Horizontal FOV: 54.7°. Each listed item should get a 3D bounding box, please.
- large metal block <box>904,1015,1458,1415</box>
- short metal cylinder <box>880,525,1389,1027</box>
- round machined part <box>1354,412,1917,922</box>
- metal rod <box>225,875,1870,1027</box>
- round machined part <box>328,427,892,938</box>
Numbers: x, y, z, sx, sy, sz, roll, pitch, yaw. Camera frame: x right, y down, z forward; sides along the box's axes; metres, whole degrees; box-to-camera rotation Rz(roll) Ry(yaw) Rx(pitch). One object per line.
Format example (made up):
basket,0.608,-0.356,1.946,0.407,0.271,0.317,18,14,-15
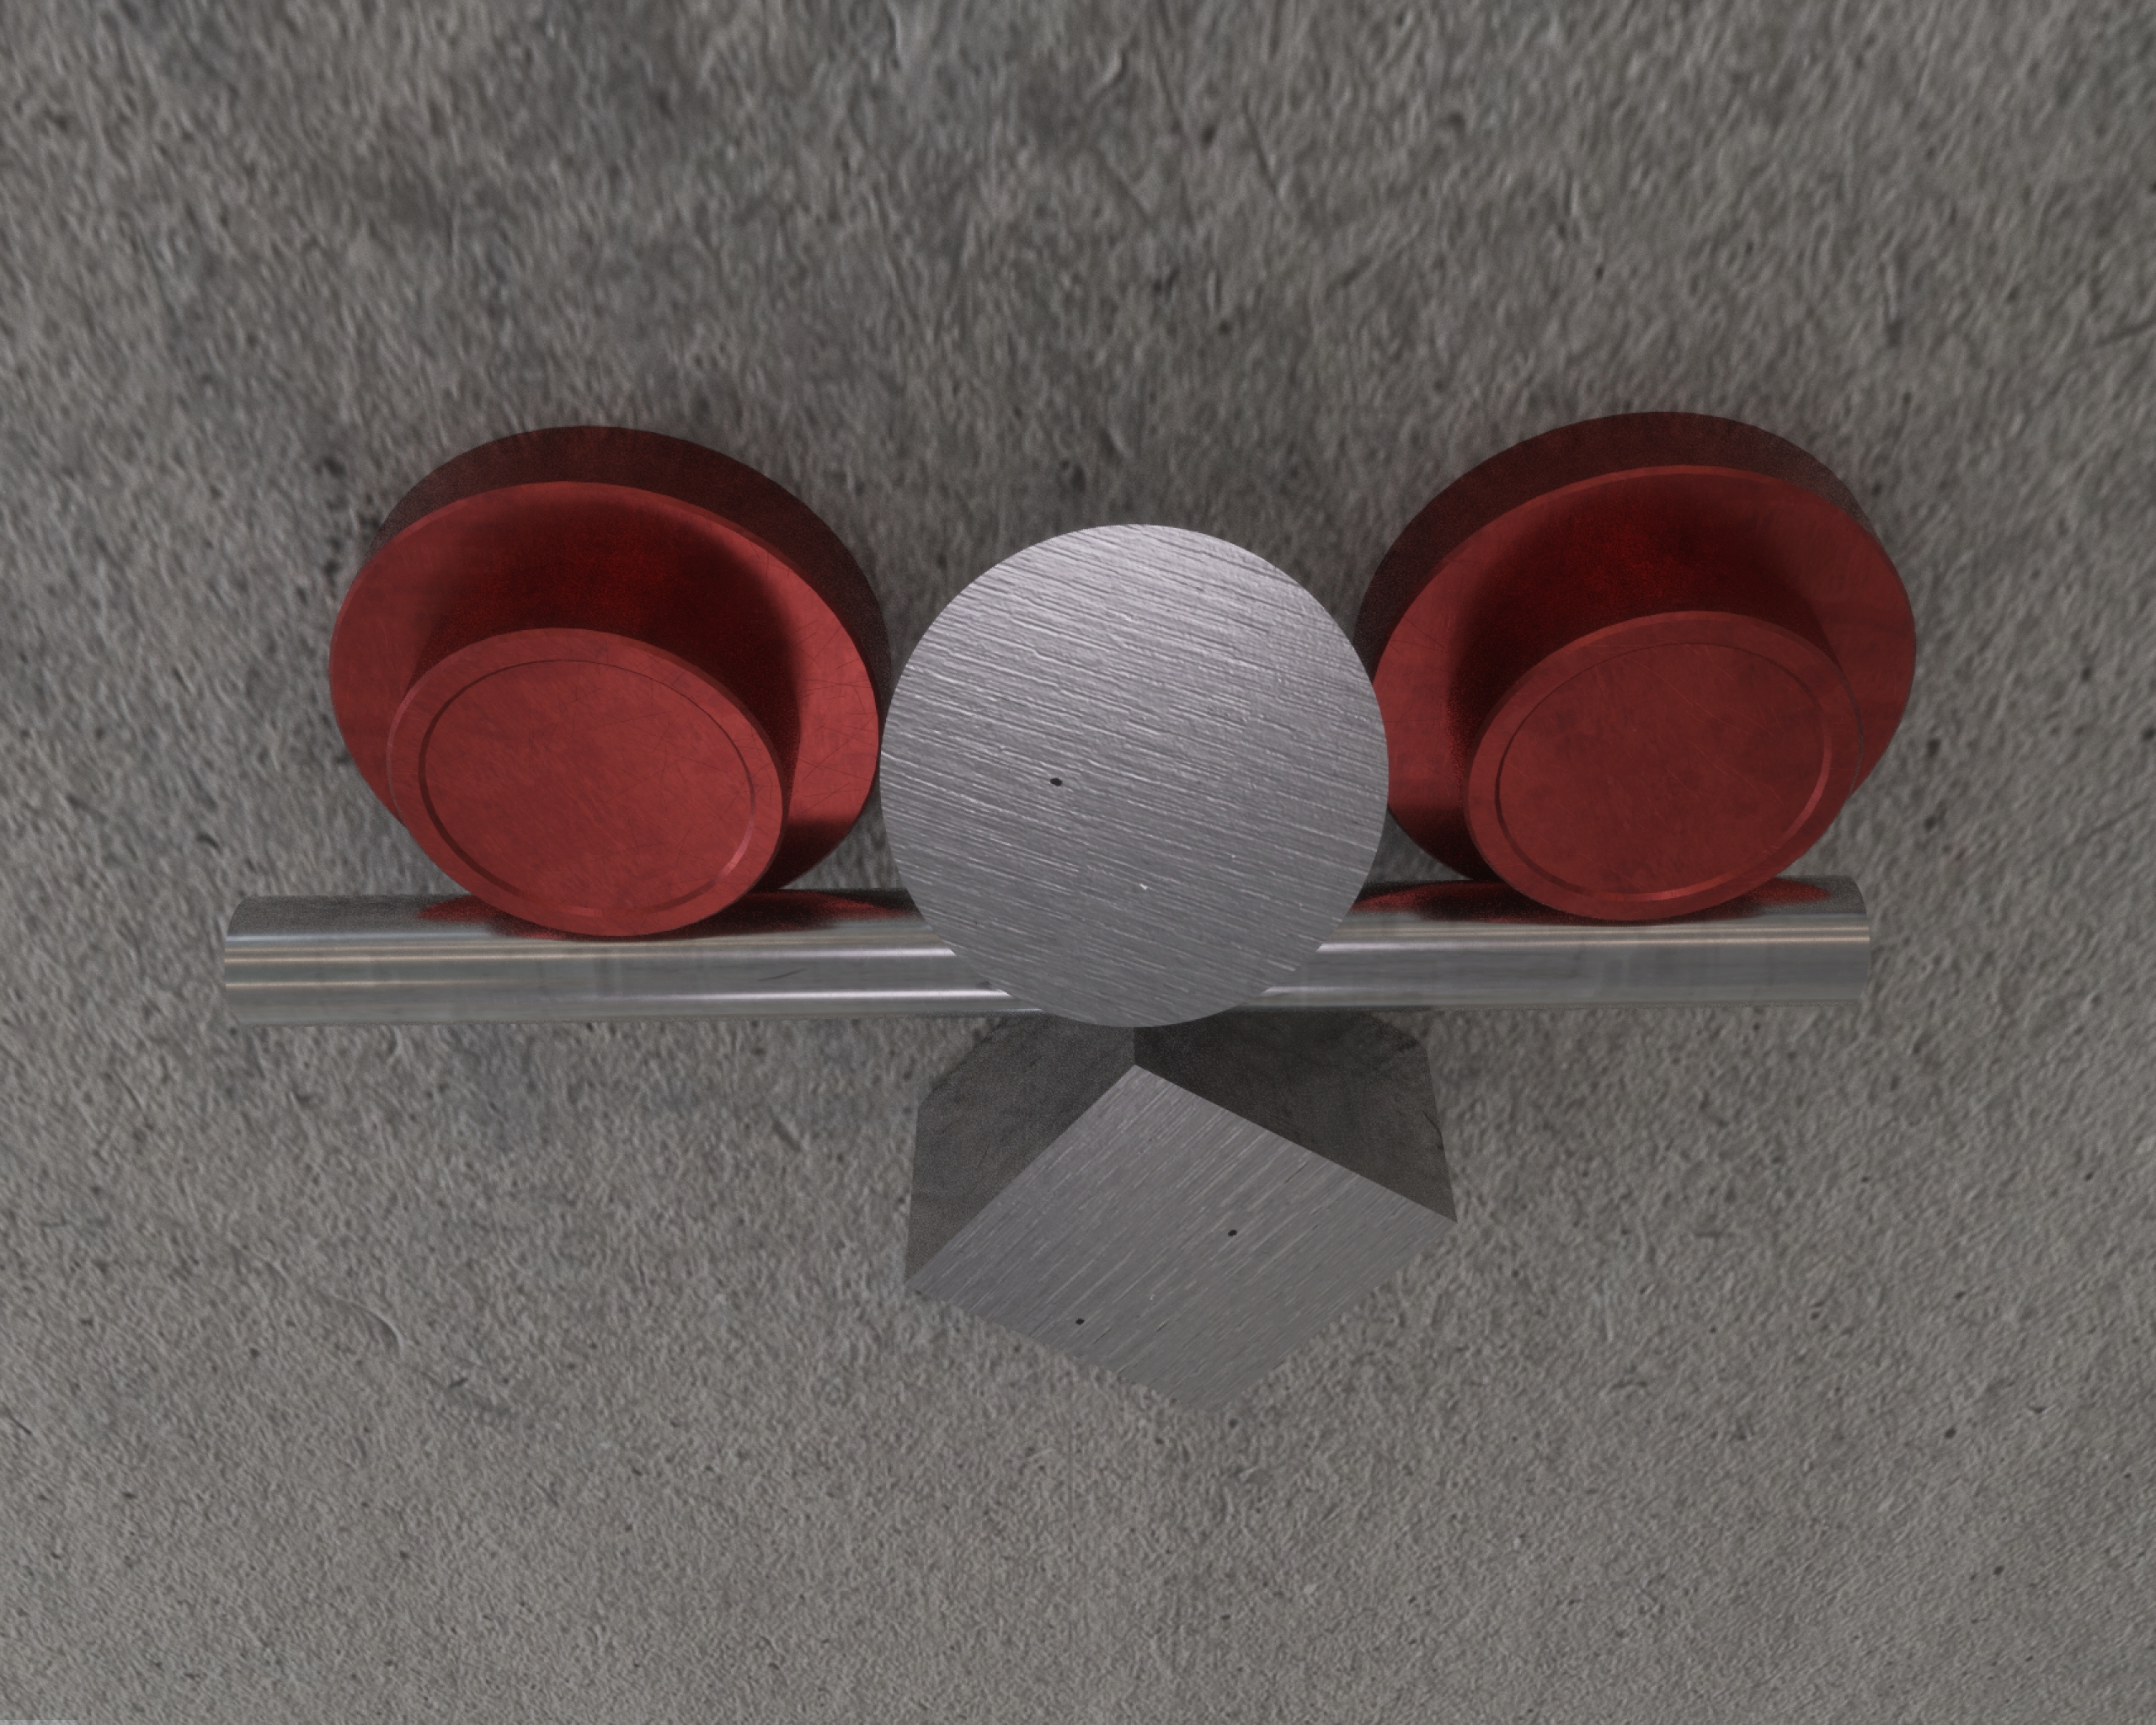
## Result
large metal block,0.020,0.064,0.444,0.080,0.050,0.080,28,125,-22
short metal cylinder,0.009,-0.015,0.355,0.080,0.050,0.079,0,95,0
round machined part,0.101,-0.028,0.375,0.099,0.042,0.097,0,130,0
metal rod,-0.006,0.017,0.395,0.302,0.025,0.025,-1,130,0
round machined part,-0.084,-0.025,0.375,0.099,0.042,0.097,0,130,0
